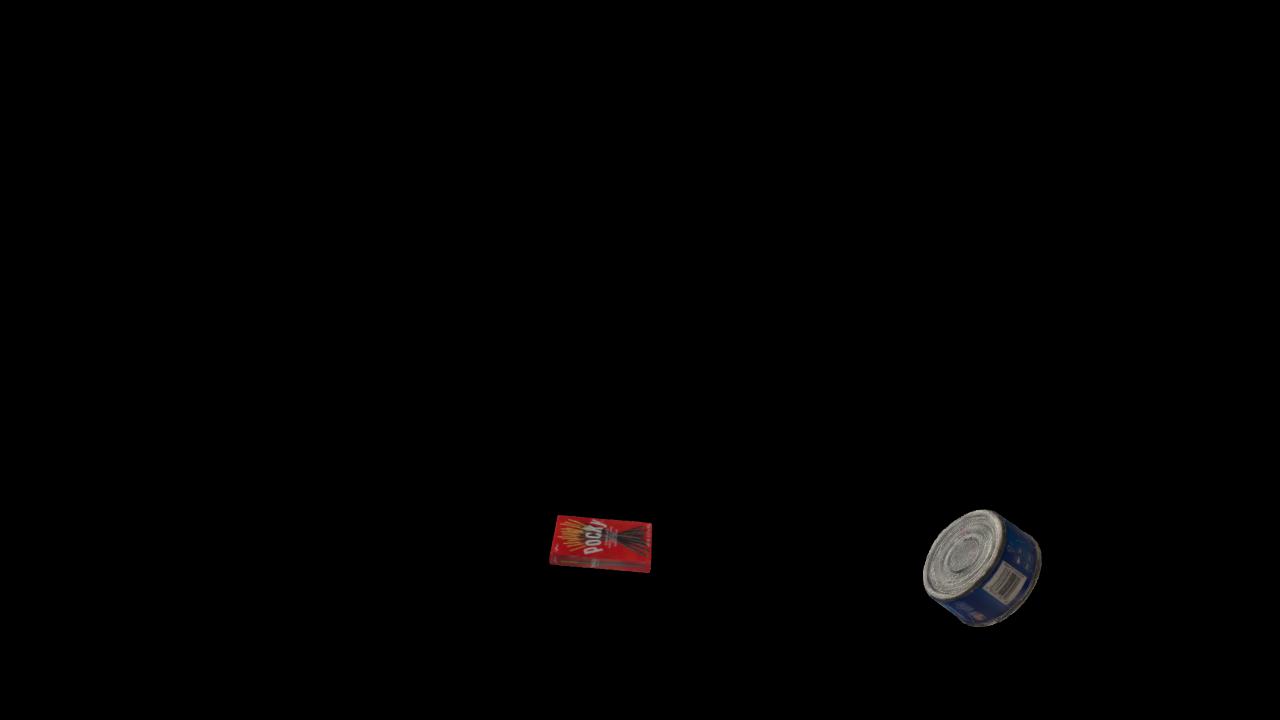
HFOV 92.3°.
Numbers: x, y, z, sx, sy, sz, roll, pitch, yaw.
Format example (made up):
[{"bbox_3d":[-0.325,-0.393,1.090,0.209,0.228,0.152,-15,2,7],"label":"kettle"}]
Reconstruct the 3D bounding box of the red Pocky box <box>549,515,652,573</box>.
[{"bbox_3d":[-0.058,0.284,0.954,0.155,0.028,0.083,5,32,-2],"label":"red Pocky box"}]

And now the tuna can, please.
[{"bbox_3d":[0.257,0.157,0.469,0.034,0.084,0.084,36,1,2],"label":"tuna can"}]
